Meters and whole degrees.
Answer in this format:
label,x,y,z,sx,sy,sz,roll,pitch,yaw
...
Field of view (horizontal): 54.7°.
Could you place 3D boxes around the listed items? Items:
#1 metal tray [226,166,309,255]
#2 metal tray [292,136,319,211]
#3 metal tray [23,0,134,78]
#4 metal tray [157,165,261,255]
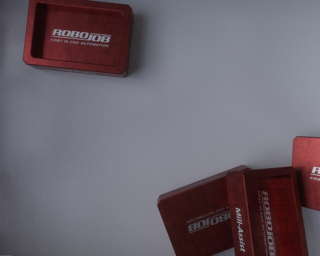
label,x,y,z,sx,sy,sz,roll,pitch,yaw
metal tray,0.129,0.114,0.369,0.091,0.030,0.129,1,79,-30
metal tray,0.224,0.058,0.365,0.030,0.130,0.089,3,90,-37
metal tray,-0.105,-0.119,0.407,0.131,0.030,0.089,6,90,0
metal tray,0.071,0.113,0.409,0.131,0.030,0.090,-20,90,0
